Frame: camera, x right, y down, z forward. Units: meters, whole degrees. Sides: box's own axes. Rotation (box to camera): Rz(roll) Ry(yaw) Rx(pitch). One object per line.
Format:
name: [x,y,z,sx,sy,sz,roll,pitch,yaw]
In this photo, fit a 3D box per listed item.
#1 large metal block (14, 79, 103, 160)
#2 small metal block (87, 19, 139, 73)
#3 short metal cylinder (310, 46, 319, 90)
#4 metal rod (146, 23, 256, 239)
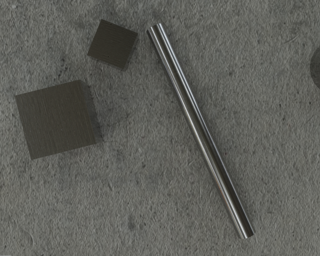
large metal block: [-0.125,-0.010,0.396,0.080,0.050,0.080,-14,90,-1]
small metal block: [-0.061,-0.108,0.409,0.050,0.025,0.050,22,90,-1]
short metal cylinder: [0.247,-0.083,0.401,0.081,0.050,0.079,0,90,-1]
metal rod: [0.054,0.004,0.410,0.025,0.025,0.299,-24,90,0]
